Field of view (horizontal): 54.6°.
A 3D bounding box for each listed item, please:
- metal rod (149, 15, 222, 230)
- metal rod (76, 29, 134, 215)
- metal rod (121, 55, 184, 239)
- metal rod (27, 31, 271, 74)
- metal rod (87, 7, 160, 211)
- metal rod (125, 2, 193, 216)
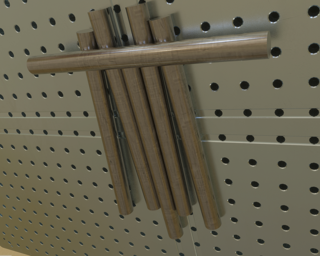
[{"bbox_3d":[0.039,0.011,0.398,0.025,0.025,0.299,-3,117,29],"label":"metal rod"},{"bbox_3d":[-0.074,0.009,0.455,0.025,0.025,0.298,7,122,25],"label":"metal rod"},{"bbox_3d":[-0.006,0.041,0.440,0.025,0.025,0.298,1,119,28],"label":"metal rod"},{"bbox_3d":[-0.035,-0.080,0.348,0.300,0.025,0.025,2,119,27],"label":"metal rod"},{"bbox_3d":[-0.041,-0.008,0.429,0.025,0.025,0.298,1,119,28],"label":"metal rod"},{"bbox_3d":[0.006,-0.005,0.407,0.025,0.025,0.298,1,119,28],"label":"metal rod"}]
